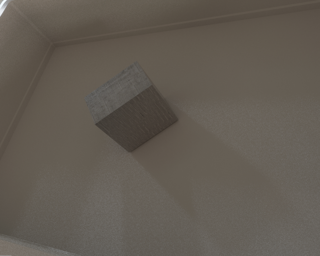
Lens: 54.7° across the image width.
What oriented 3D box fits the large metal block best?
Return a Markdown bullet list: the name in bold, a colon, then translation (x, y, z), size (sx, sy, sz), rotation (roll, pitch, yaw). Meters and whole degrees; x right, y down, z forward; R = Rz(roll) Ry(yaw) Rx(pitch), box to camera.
- **large metal block**: translation (-0.035, -0.025, 0.399), size (0.080, 0.080, 0.050), rotation (-34, 52, 5)
